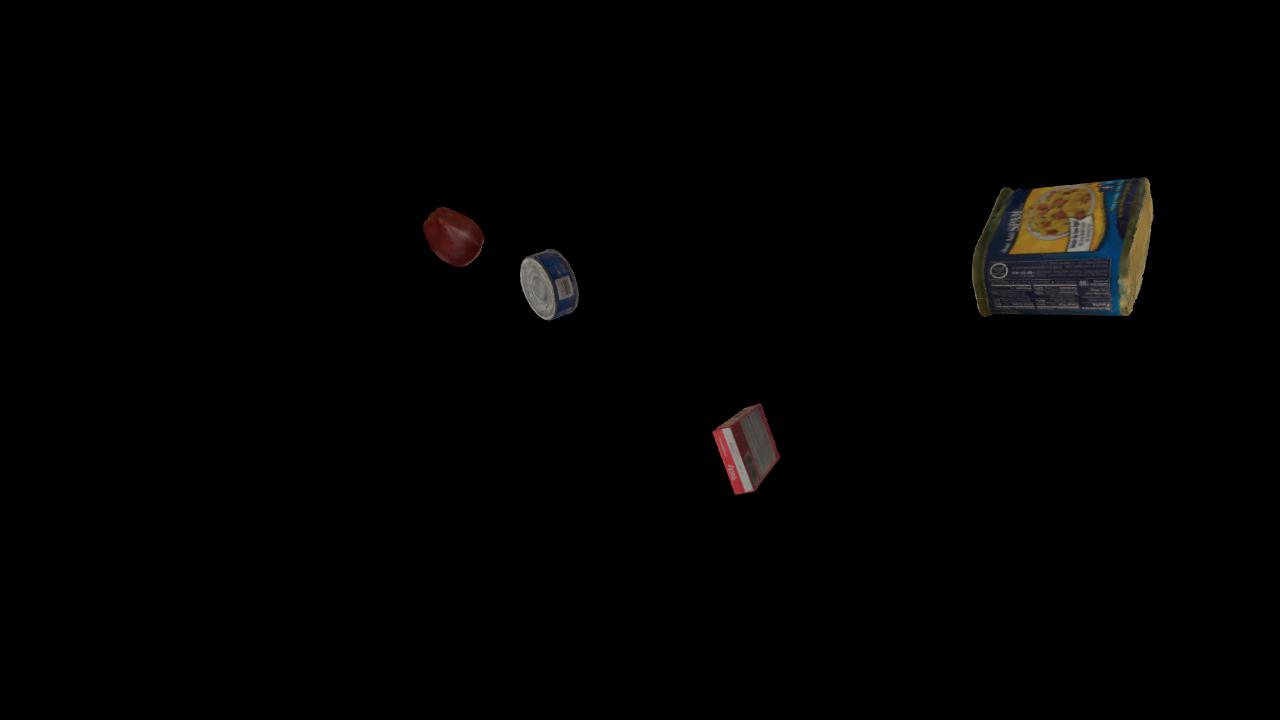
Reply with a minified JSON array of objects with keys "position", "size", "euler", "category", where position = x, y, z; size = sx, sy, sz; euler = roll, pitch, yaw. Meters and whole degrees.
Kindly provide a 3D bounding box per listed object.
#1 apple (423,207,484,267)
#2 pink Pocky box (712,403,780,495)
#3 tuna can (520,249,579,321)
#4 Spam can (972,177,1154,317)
[{"position":[-0.282,-0.184,0.933],"size":[0.093,0.079,0.079],"euler":[41,-24,-30],"category":"apple"},{"position":[0.142,0.112,0.803],"size":[0.029,0.084,0.155],"euler":[-20,-1,25],"category":"pink Pocky box"},{"position":[-0.113,-0.092,0.757],"size":[0.034,0.084,0.084],"euler":[-26,14,-33],"category":"tuna can"},{"position":[0.286,-0.076,0.415],"size":[0.085,0.101,0.058],"euler":[5,-41,44],"category":"Spam can"}]
